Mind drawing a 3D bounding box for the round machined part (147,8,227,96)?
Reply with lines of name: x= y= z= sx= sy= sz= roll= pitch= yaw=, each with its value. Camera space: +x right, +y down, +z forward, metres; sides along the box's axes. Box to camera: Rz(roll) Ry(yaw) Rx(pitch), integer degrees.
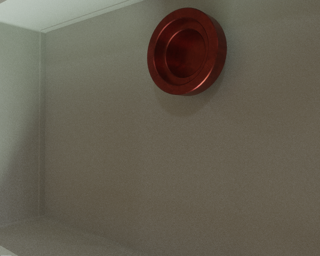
round machined part: x=0.035 y=-0.086 z=0.365 sx=0.098 sy=0.042 sz=0.097 roll=0 pitch=90 yaw=39
